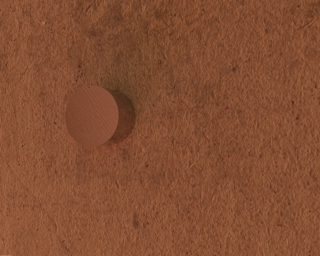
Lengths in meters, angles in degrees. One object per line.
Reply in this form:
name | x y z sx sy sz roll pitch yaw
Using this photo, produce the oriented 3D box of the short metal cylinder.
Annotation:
short metal cylinder | -0.081 -0.016 0.425 0.080 0.050 0.080 0 90 20
